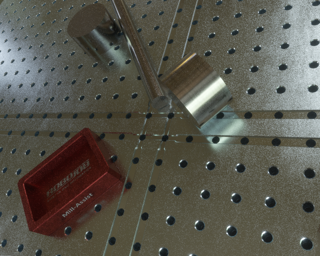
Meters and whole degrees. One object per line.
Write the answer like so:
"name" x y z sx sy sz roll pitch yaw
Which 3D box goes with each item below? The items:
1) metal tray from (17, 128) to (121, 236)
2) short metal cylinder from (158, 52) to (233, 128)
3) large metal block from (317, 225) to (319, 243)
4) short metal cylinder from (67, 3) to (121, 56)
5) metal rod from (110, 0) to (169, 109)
"metal tray" -0.128 0.071 0.425 0.130 0.030 0.090 -39 51 1
"short metal cylinder" 0.042 -0.045 0.378 0.050 0.080 0.080 -41 51 0
"large metal block" 0.185 0.069 0.253 0.080 0.050 0.080 17 70 34
"short metal cylinder" -0.119 -0.178 0.562 0.080 0.050 0.080 -13 56 20
"metal rod" -0.044 -0.146 0.519 0.025 0.025 0.299 -29 52 10
